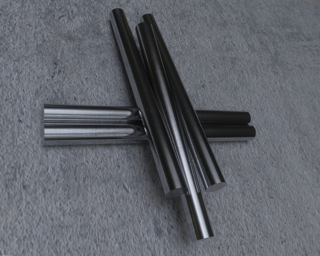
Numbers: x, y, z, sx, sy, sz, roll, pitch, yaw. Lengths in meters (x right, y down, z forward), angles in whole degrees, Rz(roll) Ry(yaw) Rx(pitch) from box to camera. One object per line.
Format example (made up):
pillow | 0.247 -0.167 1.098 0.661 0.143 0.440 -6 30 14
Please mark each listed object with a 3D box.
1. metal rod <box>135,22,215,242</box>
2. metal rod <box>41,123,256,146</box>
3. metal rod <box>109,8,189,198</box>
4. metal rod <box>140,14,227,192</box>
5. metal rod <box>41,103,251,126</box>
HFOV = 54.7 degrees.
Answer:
metal rod | 0.011 -0.014 0.388 0.025 0.025 0.299 0 62 -29
metal rod | 0.006 0.007 0.407 0.303 0.025 0.025 0 62 -29
metal rod | -0.024 -0.053 0.399 0.025 0.025 0.299 0 54 -29
metal rod | 0.021 -0.054 0.424 0.025 0.025 0.299 0 54 -29
metal rod | 0.002 -0.015 0.418 0.303 0.025 0.025 0 62 -29
